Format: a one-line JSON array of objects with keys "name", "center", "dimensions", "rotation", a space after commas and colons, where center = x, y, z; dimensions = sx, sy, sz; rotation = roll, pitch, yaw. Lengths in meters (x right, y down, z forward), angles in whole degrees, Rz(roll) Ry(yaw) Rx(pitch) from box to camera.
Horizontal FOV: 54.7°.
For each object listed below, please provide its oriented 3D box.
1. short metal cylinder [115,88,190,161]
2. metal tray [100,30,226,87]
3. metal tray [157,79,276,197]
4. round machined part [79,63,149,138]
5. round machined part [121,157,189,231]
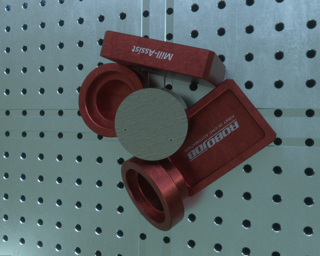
[{"name": "short metal cylinder", "center": [-0.007, -0.007, 0.361], "dimensions": [0.080, 0.050, 0.079], "rotation": [1, 99, 7]}, {"name": "metal tray", "center": [0.007, -0.081, 0.375], "dimensions": [0.130, 0.090, 0.030], "rotation": [16, 96, 19]}, {"name": "metal tray", "center": [0.064, 0.013, 0.386], "dimensions": [0.130, 0.030, 0.090], "rotation": [-38, 78, 15]}, {"name": "round machined part", "center": [-0.057, -0.036, 0.423], "dimensions": [0.098, 0.042, 0.097], "rotation": [0, 90, 19]}, {"name": "round machined part", "center": [-0.003, 0.074, 0.385], "dimensions": [0.098, 0.042, 0.097], "rotation": [37, 143, 35]}]
